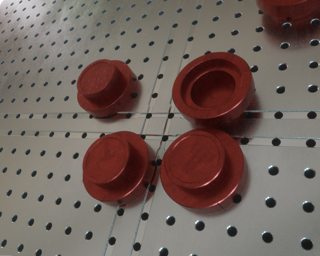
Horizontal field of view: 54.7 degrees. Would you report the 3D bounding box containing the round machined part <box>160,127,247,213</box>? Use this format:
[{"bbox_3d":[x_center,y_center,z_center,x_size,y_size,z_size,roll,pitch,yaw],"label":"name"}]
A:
[{"bbox_3d":[0.044,0.042,0.348,0.098,0.042,0.098,-13,56,20],"label":"round machined part"}]

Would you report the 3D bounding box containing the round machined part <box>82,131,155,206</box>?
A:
[{"bbox_3d":[-0.059,0.046,0.398,0.098,0.042,0.098,-13,56,20],"label":"round machined part"}]

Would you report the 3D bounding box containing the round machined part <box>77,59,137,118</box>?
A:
[{"bbox_3d":[-0.090,-0.068,0.484,0.098,0.042,0.098,-13,56,20],"label":"round machined part"}]

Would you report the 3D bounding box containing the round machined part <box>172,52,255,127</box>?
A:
[{"bbox_3d":[0.068,-0.044,0.388,0.098,0.042,0.098,-13,56,20],"label":"round machined part"}]

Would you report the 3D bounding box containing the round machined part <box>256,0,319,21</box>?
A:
[{"bbox_3d":[0.180,-0.184,0.416,0.098,0.042,0.098,-13,56,20],"label":"round machined part"}]
